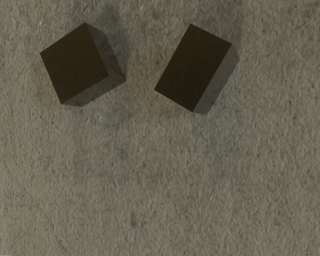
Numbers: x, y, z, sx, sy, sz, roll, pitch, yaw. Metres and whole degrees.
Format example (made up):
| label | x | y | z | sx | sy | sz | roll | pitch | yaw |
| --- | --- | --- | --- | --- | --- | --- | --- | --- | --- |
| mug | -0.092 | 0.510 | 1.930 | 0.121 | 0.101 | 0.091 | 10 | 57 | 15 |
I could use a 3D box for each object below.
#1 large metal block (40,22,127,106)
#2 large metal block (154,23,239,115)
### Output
| label | x | y | z | sx | sy | sz | roll | pitch | yaw |
| --- | --- | --- | --- | --- | --- | --- | --- | --- | --- |
| large metal block | -0.106 | -0.085 | 0.432 | 0.080 | 0.050 | 0.080 | -27 | 81 | 17 |
| large metal block | 0.047 | -0.064 | 0.363 | 0.050 | 0.080 | 0.080 | 32 | 100 | 17 |
